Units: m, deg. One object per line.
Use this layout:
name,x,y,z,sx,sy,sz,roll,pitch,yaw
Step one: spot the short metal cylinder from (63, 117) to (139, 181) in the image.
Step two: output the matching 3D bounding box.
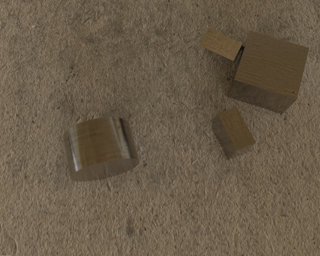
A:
short metal cylinder,-0.070,0.027,0.369,0.081,0.080,0.050,-15,71,-5

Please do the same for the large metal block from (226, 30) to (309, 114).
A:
large metal block,0.145,-0.075,0.424,0.080,0.050,0.080,19,71,6

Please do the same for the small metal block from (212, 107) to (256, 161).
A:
small metal block,0.091,0.008,0.393,0.025,0.050,0.050,-21,72,-7

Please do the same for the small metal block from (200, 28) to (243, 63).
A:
small metal block,0.088,-0.115,0.435,0.050,0.050,0.025,28,105,10
